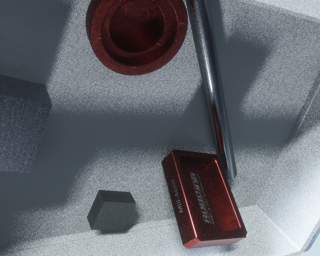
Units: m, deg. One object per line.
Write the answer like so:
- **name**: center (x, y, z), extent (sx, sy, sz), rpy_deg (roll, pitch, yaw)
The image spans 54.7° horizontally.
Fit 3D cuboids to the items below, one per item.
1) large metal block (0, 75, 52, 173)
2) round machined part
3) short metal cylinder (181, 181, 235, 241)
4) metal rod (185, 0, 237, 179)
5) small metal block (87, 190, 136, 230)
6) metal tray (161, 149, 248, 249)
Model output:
- **large metal block**: center (-0.161, -0.006, 0.301), extent (0.081, 0.050, 0.079), rpy_deg (11, 113, -34)
- **round machined part**: center (-0.025, -0.105, 0.312), extent (0.099, 0.042, 0.097), rpy_deg (-14, 135, -14)
- **short metal cylinder**: center (0.078, 0.132, 0.500), extent (0.080, 0.080, 0.050), rpy_deg (-26, 128, -13)
- **metal rod**: center (0.079, -0.035, 0.432), extent (0.025, 0.025, 0.299), rpy_deg (-28, 128, -11)
- **small metal block**: center (-0.070, 0.118, 0.445), extent (0.050, 0.025, 0.050), rpy_deg (13, 112, -34)
- **metal tray**: center (0.060, 0.096, 0.435), extent (0.091, 0.130, 0.030), rpy_deg (9, 140, -33)
